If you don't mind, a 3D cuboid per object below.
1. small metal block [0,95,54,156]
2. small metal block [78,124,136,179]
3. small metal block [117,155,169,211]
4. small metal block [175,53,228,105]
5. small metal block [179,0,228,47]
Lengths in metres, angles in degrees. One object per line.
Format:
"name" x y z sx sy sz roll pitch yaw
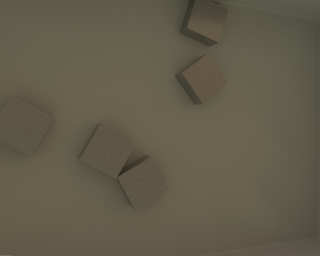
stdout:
"small metal block" -0.157 -0.002 0.353 0.050 0.025 0.050 31 80 -18
"small metal block" -0.066 0.029 0.386 0.050 0.025 0.050 32 80 -17
"small metal block" -0.025 0.070 0.401 0.050 0.025 0.050 -29 100 -18
"small metal block" 0.058 -0.068 0.432 0.050 0.025 0.050 -40 103 -16
"small metal block" 0.061 -0.149 0.433 0.050 0.025 0.050 19 84 -19
